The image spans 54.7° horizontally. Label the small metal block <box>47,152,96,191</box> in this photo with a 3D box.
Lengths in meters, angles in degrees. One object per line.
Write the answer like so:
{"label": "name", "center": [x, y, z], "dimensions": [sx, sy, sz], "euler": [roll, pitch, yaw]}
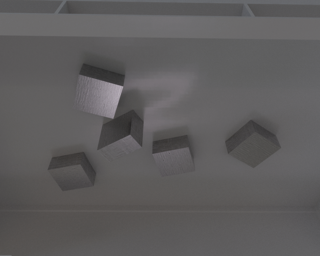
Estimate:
{"label": "small metal block", "center": [-0.130, 0.066, 0.464], "dimensions": [0.050, 0.025, 0.050], "euler": [-11, 130, 9]}

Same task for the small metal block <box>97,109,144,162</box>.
{"label": "small metal block", "center": [-0.050, 0.010, 0.400], "dimensions": [0.050, 0.050, 0.025], "euler": [-25, 126, 20]}

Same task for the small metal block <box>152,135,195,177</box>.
{"label": "small metal block", "center": [0.020, 0.041, 0.444], "dimensions": [0.050, 0.025, 0.050], "euler": [-11, 129, 9]}

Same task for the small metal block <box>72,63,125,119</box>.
{"label": "small metal block", "center": [-0.074, -0.043, 0.371], "dimensions": [0.050, 0.025, 0.050], "euler": [14, 129, -12]}

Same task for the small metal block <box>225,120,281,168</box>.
{"label": "small metal block", "center": [0.128, 0.023, 0.430], "dimensions": [0.050, 0.025, 0.050], "euler": [29, 124, -22]}
